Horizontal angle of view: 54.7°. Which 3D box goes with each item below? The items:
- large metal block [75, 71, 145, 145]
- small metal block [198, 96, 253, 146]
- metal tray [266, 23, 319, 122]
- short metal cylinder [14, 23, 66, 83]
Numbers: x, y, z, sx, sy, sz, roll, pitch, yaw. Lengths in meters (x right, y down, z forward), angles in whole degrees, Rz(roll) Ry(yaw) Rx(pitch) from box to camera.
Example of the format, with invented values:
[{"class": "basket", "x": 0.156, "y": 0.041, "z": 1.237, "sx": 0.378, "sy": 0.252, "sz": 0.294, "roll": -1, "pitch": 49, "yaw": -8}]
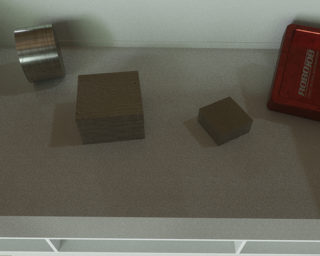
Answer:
[{"class": "large metal block", "x": -0.065, "y": -0.028, "z": 0.412, "sx": 0.081, "sy": 0.050, "sz": 0.080, "roll": -5, "pitch": 50, "yaw": -5}, {"class": "small metal block", "x": 0.086, "y": -0.010, "z": 0.415, "sx": 0.050, "sy": 0.025, "sz": 0.050, "roll": -22, "pitch": 54, "yaw": -18}, {"class": "metal tray", "x": 0.213, "y": -0.079, "z": 0.440, "sx": 0.090, "sy": 0.030, "sz": 0.130, "roll": 15, "pitch": 74, "yaw": 12}, {"class": "short metal cylinder", "x": -0.176, "y": -0.111, "z": 0.460, "sx": 0.050, "sy": 0.080, "sz": 0.080, "roll": -12, "pitch": 51, "yaw": -11}]
